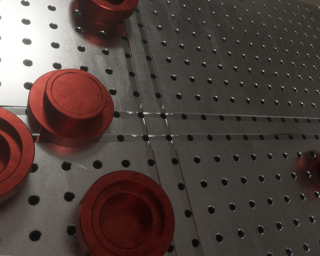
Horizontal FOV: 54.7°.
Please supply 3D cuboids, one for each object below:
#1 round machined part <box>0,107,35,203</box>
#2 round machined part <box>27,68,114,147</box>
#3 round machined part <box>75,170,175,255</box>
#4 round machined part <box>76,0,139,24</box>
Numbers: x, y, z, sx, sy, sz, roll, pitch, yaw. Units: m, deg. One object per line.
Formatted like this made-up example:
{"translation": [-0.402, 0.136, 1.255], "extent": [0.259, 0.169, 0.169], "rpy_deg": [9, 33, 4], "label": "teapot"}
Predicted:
{"translation": [-0.171, 0.029, 0.288], "extent": [0.099, 0.042, 0.098], "rpy_deg": [14, 56, -21], "label": "round machined part"}
{"translation": [-0.101, -0.030, 0.362], "extent": [0.099, 0.042, 0.098], "rpy_deg": [14, 56, -21], "label": "round machined part"}
{"translation": [-0.038, 0.097, 0.319], "extent": [0.099, 0.042, 0.098], "rpy_deg": [14, 56, -21], "label": "round machined part"}
{"translation": [-0.085, -0.200, 0.475], "extent": [0.099, 0.042, 0.098], "rpy_deg": [14, 56, -21], "label": "round machined part"}
